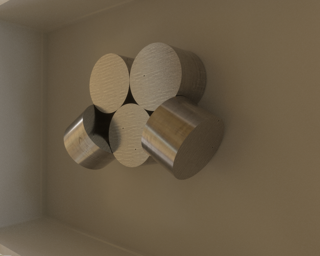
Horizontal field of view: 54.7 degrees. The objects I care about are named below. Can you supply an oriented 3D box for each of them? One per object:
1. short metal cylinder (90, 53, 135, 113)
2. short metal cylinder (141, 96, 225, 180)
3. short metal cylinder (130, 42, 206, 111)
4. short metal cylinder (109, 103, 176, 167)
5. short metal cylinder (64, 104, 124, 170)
[{"bbox_3d":[-0.053,-0.059,0.432,0.080,0.050,0.080,0,90,40],"label":"short metal cylinder"},{"bbox_3d":[0.026,0.011,0.347,0.050,0.081,0.079,37,113,34],"label":"short metal cylinder"},{"bbox_3d":[0.009,-0.060,0.381,0.080,0.050,0.080,0,90,40],"label":"short metal cylinder"},{"bbox_3d":[-0.021,0.009,0.406,0.080,0.050,0.080,0,90,40],"label":"short metal cylinder"},{"bbox_3d":[-0.088,0.013,0.442,0.050,0.081,0.080,-37,67,34],"label":"short metal cylinder"}]
